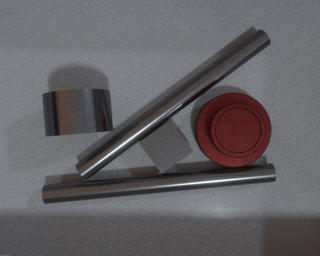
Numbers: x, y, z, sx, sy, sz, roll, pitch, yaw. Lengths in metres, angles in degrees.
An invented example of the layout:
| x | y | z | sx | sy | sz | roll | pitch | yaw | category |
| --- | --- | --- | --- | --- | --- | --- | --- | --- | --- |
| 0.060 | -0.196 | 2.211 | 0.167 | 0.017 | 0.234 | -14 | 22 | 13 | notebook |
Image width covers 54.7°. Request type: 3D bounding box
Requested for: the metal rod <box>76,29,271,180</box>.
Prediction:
| x | y | z | sx | sy | sz | roll | pitch | yaw | category |
| --- | --- | --- | --- | --- | --- | --- | --- | --- | --- |
| 0.018 | -0.031 | 0.410 | 0.301 | 0.025 | 0.025 | -36 | 90 | -1 | metal rod |

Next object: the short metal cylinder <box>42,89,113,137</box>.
| x | y | z | sx | sy | sz | roll | pitch | yaw | category |
| --- | --- | --- | --- | --- | --- | --- | --- | --- | --- |
| -0.100 | -0.018 | 0.382 | 0.081 | 0.080 | 0.050 | -5 | 90 | -1 | short metal cylinder |

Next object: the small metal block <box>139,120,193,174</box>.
| x | y | z | sx | sy | sz | roll | pitch | yaw | category |
| --- | --- | --- | --- | --- | --- | --- | --- | --- | --- |
| 0.008 | 0.024 | 0.409 | 0.050 | 0.025 | 0.050 | -36 | 90 | 0 | small metal block |

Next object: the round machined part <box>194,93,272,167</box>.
| x | y | z | sx | sy | sz | roll | pitch | yaw | category |
| --- | --- | --- | --- | --- | --- | --- | --- | --- | --- |
| 0.096 | 0.003 | 0.401 | 0.099 | 0.042 | 0.097 | 0 | 90 | -1 | round machined part |

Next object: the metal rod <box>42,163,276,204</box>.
| x | y | z | sx | sy | sz | roll | pitch | yaw | category |
| --- | --- | --- | --- | --- | --- | --- | --- | --- | --- |
| -0.001 | 0.073 | 0.410 | 0.302 | 0.025 | 0.025 | -5 | 90 | -1 | metal rod |
